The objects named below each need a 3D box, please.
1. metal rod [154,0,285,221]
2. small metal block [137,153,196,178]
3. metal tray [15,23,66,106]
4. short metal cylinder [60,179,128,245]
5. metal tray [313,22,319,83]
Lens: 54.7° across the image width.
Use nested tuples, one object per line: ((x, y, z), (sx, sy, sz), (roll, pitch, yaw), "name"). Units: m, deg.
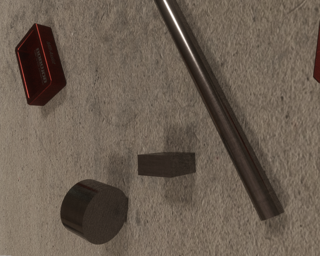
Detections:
((0.057, -0.043, 0.356), (0.025, 0.025, 0.299), (-35, 69, 34), "metal rod")
((0.008, 0.044, 0.380), (0.050, 0.050, 0.025), (-3, 88, 39), "small metal block")
((-0.229, -0.118, 0.586), (0.090, 0.030, 0.129), (-31, 71, 35), "metal tray")
((-0.093, 0.118, 0.443), (0.050, 0.081, 0.079), (9, 96, 39), "short metal cylinder")
((0.197, -0.077, 0.239), (0.130, 0.030, 0.089), (8, 95, 39), "metal tray")
